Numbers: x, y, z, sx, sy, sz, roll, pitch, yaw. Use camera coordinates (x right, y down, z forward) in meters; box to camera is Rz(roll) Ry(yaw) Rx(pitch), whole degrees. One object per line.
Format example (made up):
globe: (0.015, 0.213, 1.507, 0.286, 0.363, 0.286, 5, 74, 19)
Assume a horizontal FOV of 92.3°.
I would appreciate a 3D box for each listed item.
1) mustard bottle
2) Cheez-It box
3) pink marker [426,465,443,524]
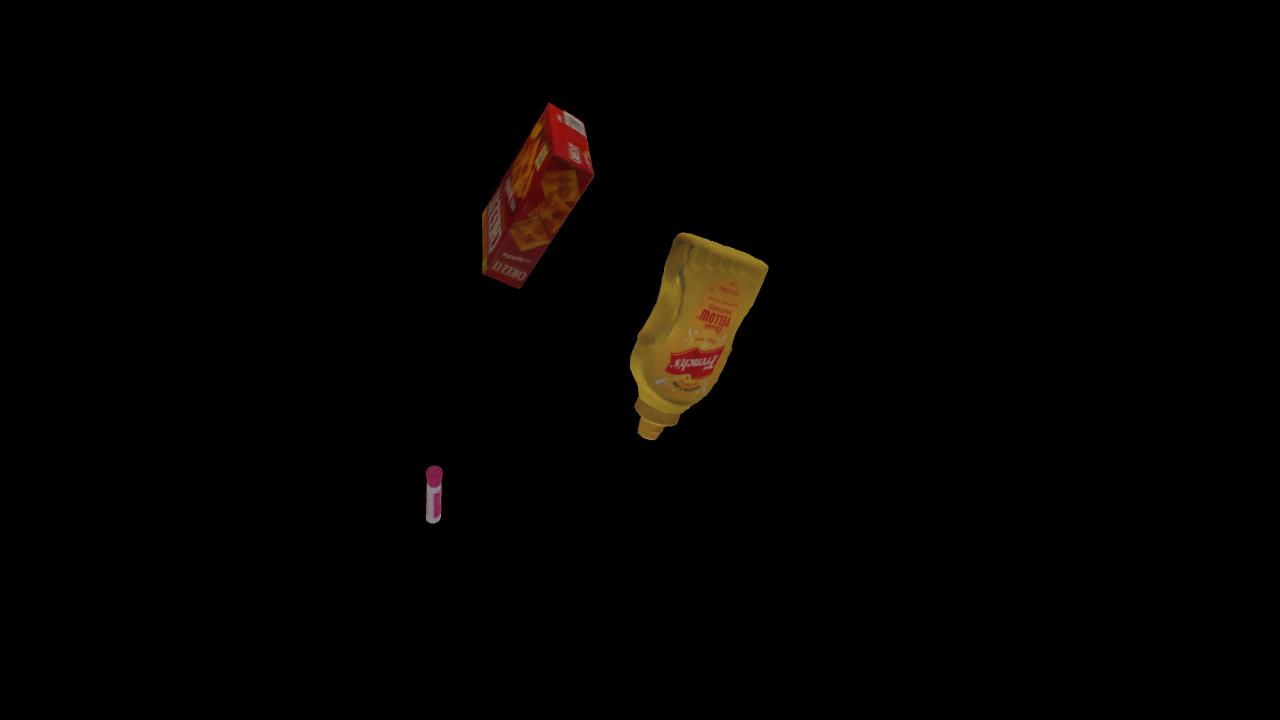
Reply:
mustard bottle: (0.038, -0.011, 0.534, 0.092, 0.184, 0.054, 8, 22, -40)
Cheez-It box: (-0.159, -0.242, 0.913, 0.071, 0.166, 0.223, 21, -53, -30)
pink marker: (-0.253, 0.166, 0.754, 0.020, 0.020, 0.121, 0, -40, -20)
